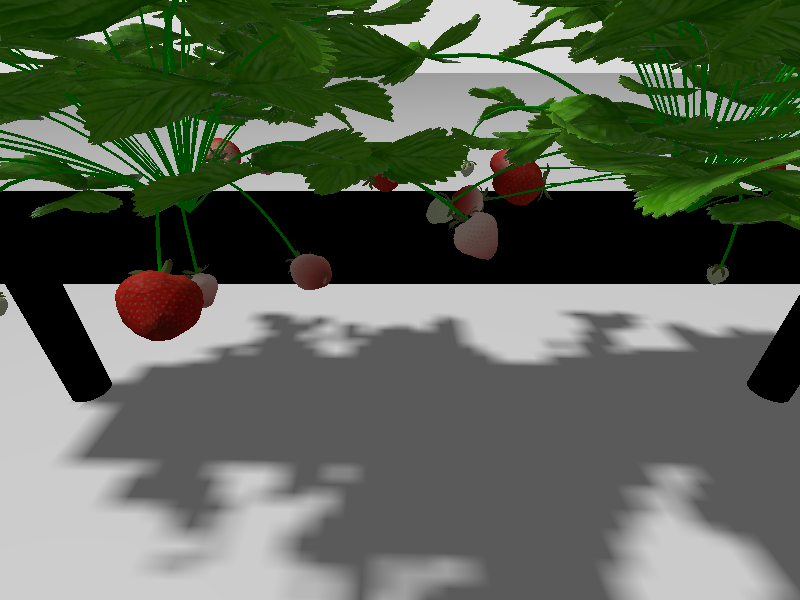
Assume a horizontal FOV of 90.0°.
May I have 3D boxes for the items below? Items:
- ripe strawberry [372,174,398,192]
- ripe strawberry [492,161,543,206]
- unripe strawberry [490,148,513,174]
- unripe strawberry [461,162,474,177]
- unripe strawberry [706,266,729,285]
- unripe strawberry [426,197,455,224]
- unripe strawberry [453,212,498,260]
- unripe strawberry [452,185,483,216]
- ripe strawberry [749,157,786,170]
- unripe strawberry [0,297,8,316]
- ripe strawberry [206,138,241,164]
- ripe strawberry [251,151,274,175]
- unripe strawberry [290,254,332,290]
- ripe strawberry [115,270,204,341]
[{"bbox_3d":[-0.014,-0.125,0.409,0.032,0.028,0.032,-10,33,-17],"label":"ripe strawberry"},{"bbox_3d":[0.109,-0.109,0.372,0.045,0.038,0.044,4,31,8],"label":"ripe strawberry"},{"bbox_3d":[0.121,-0.148,0.436,0.045,0.038,0.045,20,36,30],"label":"unripe strawberry"},{"bbox_3d":[0.076,-0.149,0.455,0.017,0.016,0.015,18,36,27],"label":"unripe strawberry"},{"bbox_3d":[0.190,-0.015,0.241,0.011,0.011,0.011,15,34,23],"label":"unripe strawberry"},{"bbox_3d":[0.032,-0.072,0.329,0.022,0.022,0.024,-33,30,11],"label":"unripe strawberry"},{"bbox_3d":[0.054,-0.042,0.275,0.032,0.033,0.030,-34,12,35],"label":"unripe strawberry"},{"bbox_3d":[0.058,-0.086,0.347,0.026,0.026,0.029,-2,31,-2],"label":"unripe strawberry"},{"bbox_3d":[0.401,-0.146,0.440,0.036,0.031,0.036,-20,36,-30],"label":"ripe strawberry"},{"bbox_3d":[-0.205,0.003,0.203,0.011,0.011,0.010,3,31,4],"label":"unripe strawberry"},{"bbox_3d":[-0.210,-0.173,0.481,0.039,0.041,0.042,-4,31,-7],"label":"ripe strawberry"},{"bbox_3d":[-0.159,-0.168,0.478,0.031,0.033,0.034,6,31,10],"label":"ripe strawberry"},{"bbox_3d":[-0.051,-0.016,0.236,0.024,0.021,0.024,-27,45,-37],"label":"unripe strawberry"},{"bbox_3d":[-0.115,0.003,0.193,0.037,0.032,0.037,-12,46,-18],"label":"ripe strawberry"}]
